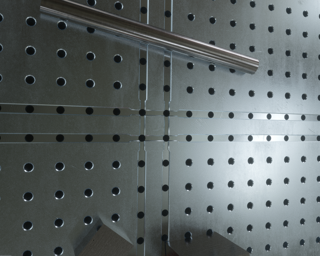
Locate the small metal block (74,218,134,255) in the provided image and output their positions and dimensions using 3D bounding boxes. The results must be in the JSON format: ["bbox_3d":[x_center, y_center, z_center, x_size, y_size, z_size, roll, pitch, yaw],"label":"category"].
[{"bbox_3d":[-0.070,0.151,0.388,0.050,0.025,0.050,42,77,-16],"label":"small metal block"}]

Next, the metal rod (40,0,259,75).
[{"bbox_3d":[0.001,-0.120,0.413,0.302,0.025,0.025,11,86,-20],"label":"metal rod"}]

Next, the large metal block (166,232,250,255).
[{"bbox_3d":[0.061,0.182,0.408,0.081,0.080,0.050,-4,92,-20],"label":"large metal block"}]
